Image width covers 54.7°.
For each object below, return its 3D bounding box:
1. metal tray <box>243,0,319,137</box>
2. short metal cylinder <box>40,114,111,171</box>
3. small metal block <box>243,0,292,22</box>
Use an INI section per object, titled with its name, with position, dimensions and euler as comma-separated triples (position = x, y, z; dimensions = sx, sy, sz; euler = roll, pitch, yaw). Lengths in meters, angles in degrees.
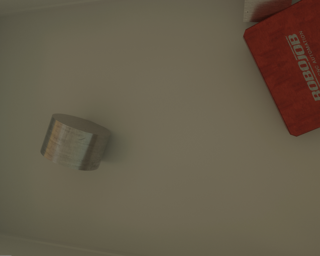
[metal tray]
position = 0.159, -0.067, 0.336
dimensions = 0.090, 0.030, 0.129
euler = -26, 96, 18
[short metal cylinder]
position = -0.113, 0.018, 0.420
dimensions = 0.080, 0.080, 0.050
euler = 23, 98, 18
[small metal block]
position = 0.124, -0.149, 0.353
dimensions = 0.050, 0.025, 0.050
euler = 9, 130, 19
